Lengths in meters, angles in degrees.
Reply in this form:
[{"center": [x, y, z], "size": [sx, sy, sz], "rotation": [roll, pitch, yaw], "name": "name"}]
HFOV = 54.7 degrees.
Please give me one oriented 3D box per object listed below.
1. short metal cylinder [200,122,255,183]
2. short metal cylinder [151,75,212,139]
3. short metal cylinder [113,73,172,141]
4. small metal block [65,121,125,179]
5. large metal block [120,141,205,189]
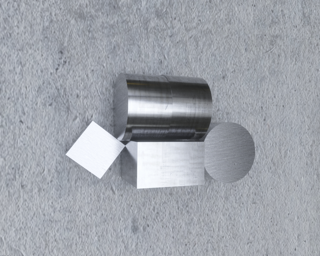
[{"center": [0.082, 0.032, 0.427], "size": [0.081, 0.050, 0.079], "rotation": [0, 90, -20], "name": "short metal cylinder"}, {"center": [0.024, -0.025, 0.390], "size": [0.050, 0.080, 0.079], "rotation": [1, 90, -20], "name": "short metal cylinder"}, {"center": [-0.023, -0.025, 0.373], "size": [0.050, 0.080, 0.079], "rotation": [1, 90, -20], "name": "short metal cylinder"}, {"center": [-0.080, 0.026, 0.381], "size": [0.050, 0.025, 0.050], "rotation": [40, 77, -16], "name": "small metal block"}, {"center": [0.000, 0.040, 0.382], "size": [0.081, 0.080, 0.050], "rotation": [1, 90, -20], "name": "large metal block"}]
